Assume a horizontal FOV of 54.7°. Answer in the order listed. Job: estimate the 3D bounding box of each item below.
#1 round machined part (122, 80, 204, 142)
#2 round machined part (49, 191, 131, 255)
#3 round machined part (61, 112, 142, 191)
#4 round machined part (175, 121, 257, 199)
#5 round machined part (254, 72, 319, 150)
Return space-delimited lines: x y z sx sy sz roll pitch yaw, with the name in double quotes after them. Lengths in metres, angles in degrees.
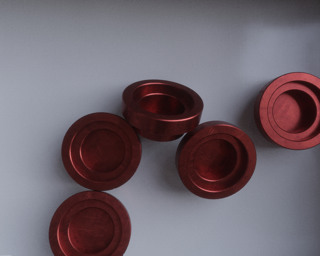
0.002 -0.019 0.384 0.099 0.098 0.042 9 125 -1 "round machined part"
-0.086 0.130 0.395 0.099 0.042 0.098 1 78 -3 "round machined part"
-0.072 0.029 0.402 0.099 0.042 0.097 0 90 -1 "round machined part"
0.068 0.037 0.395 0.099 0.042 0.097 -2 105 -8 "round machined part"
0.171 -0.021 0.405 0.099 0.042 0.097 0 90 -1 "round machined part"
